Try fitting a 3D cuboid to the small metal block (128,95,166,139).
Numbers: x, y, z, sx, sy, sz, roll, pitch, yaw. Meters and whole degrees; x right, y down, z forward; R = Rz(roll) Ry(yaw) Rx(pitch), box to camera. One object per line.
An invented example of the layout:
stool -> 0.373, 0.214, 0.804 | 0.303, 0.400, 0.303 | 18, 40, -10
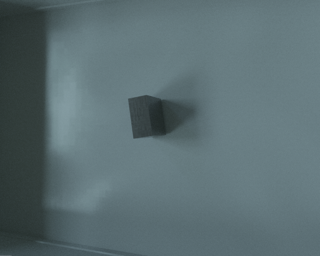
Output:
small metal block -> -0.016, -0.013, 0.399 | 0.025, 0.050, 0.050 | -9, 86, 20
